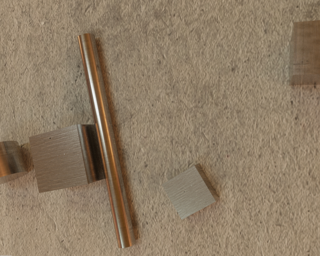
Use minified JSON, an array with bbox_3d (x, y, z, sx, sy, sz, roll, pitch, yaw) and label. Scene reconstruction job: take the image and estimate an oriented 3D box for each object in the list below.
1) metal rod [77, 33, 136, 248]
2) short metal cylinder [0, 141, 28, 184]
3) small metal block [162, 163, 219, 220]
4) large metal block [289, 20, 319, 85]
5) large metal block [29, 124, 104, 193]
[{"bbox_3d":[-0.076,0.014,0.435,0.025,0.025,0.298,-13,86,19],"label":"metal rod"},{"bbox_3d":[-0.249,0.057,0.468,0.080,0.080,0.050,-23,82,18],"label":"short metal cylinder"},{"bbox_3d":[0.039,0.080,0.395,0.050,0.025,0.050,-33,79,17],"label":"small metal block"},{"bbox_3d":[0.178,-0.074,0.317,0.080,0.080,0.050,1,91,20],"label":"large metal block"},{"bbox_3d":[-0.130,0.043,0.442,0.080,0.050,0.080,-14,86,19],"label":"large metal block"}]
